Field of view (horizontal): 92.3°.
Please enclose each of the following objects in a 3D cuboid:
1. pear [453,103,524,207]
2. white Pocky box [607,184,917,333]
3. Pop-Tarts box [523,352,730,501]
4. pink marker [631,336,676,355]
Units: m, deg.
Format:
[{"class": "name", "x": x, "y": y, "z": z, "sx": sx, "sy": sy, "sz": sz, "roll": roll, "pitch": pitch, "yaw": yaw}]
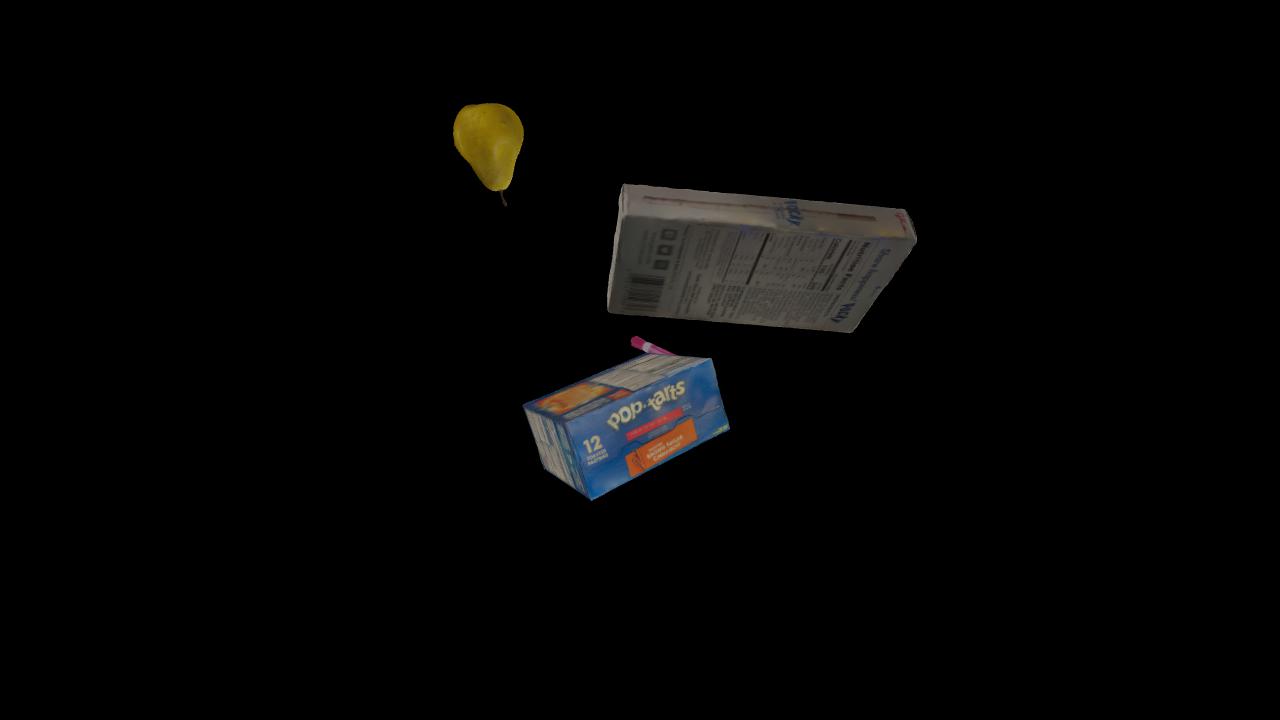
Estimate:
[{"class": "pear", "x": -0.171, "y": -0.234, "z": 0.706, "sx": 0.080, "sy": 0.111, "sz": 0.080, "roll": -1, "pitch": 16, "yaw": 0}, {"class": "white Pocky box", "x": 0.061, "y": -0.053, "z": 0.343, "sx": 0.154, "sy": 0.028, "sz": 0.084, "roll": 4, "pitch": -34, "yaw": -7}, {"class": "Pop-Tarts box", "x": -0.018, "y": 0.060, "z": 0.649, "sx": 0.167, "sy": 0.083, "sz": 0.141, "roll": -24, "pitch": 13, "yaw": -24}, {"class": "pink marker", "x": 0.033, "y": -0.010, "z": 0.974, "sx": 0.121, "sy": 0.020, "sz": 0.020, "roll": 27, "pitch": 15, "yaw": 33}]
